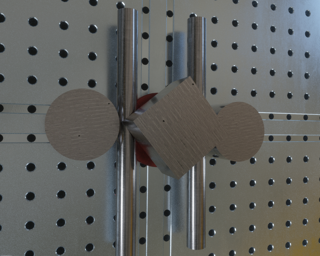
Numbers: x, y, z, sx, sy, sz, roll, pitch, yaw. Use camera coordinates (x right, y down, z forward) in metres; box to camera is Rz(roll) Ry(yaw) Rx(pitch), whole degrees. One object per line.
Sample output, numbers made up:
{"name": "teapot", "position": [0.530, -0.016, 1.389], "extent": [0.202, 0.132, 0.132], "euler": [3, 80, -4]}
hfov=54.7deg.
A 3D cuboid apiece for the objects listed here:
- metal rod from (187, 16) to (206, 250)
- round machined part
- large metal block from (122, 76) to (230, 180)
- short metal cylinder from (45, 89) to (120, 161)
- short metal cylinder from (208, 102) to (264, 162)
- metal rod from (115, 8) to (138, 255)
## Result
{"name": "metal rod", "position": [0.048, 0.007, 0.408], "extent": [0.025, 0.025, 0.298], "euler": [0, 90, -20]}
{"name": "round machined part", "position": [-0.001, 0.003, 0.404], "extent": [0.099, 0.042, 0.097], "euler": [0, 90, -20]}
{"name": "large metal block", "position": [0.017, -0.001, 0.355], "extent": [0.080, 0.050, 0.080], "euler": [-40, 103, -16]}
{"name": "short metal cylinder", "position": [-0.093, -0.004, 0.365], "extent": [0.081, 0.050, 0.080], "euler": [0, 90, -20]}
{"name": "short metal cylinder", "position": [0.097, 0.005, 0.434], "extent": [0.081, 0.050, 0.080], "euler": [0, 90, -20]}
{"name": "metal rod", "position": [-0.040, 0.008, 0.375], "extent": [0.025, 0.025, 0.298], "euler": [1, 90, -20]}
